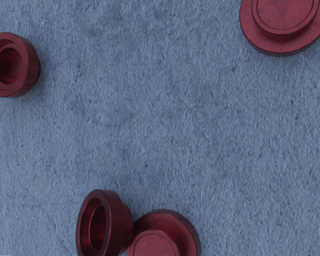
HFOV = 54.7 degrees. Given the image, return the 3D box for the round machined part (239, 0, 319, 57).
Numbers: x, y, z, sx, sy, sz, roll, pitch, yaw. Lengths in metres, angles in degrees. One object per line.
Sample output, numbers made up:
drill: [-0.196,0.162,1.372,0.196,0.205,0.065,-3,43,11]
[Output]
round machined part: [0.140,-0.134,0.350,0.098,0.042,0.097,0,90,20]

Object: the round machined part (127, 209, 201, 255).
round machined part: [0.000,0.158,0.400,0.098,0.042,0.097,0,90,20]

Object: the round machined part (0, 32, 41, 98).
round machined part: [-0.227,-0.094,0.480,0.098,0.042,0.097,0,90,20]

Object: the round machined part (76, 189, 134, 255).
round machined part: [-0.071,0.132,0.408,0.098,0.042,0.098,-24,58,48]
